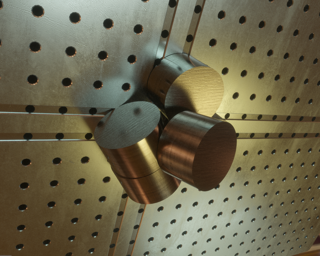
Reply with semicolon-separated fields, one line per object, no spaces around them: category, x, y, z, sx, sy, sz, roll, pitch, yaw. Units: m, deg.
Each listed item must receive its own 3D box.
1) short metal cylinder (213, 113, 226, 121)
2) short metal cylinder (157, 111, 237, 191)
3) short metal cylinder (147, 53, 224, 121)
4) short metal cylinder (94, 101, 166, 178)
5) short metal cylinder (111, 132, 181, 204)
short metal cylinder;0.055;0.012;0.434;0.081;0.050;0.079;-14;125;-21
short metal cylinder;0.043;0.025;0.352;0.081;0.050;0.079;-20;120;-41
short metal cylinder;0.031;-0.046;0.384;0.081;0.050;0.079;-14;125;-21
short metal cylinder;-0.030;0.013;0.368;0.080;0.080;0.050;-30;129;-10
short metal cylinder;-0.016;0.050;0.399;0.080;0.080;0.050;-30;129;-10
